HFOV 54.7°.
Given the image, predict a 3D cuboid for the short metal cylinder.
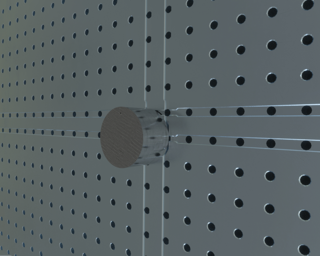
[{"bbox_3d":[-0.035,0.012,0.420,0.080,0.050,0.079,0,90,39],"label":"short metal cylinder"}]
